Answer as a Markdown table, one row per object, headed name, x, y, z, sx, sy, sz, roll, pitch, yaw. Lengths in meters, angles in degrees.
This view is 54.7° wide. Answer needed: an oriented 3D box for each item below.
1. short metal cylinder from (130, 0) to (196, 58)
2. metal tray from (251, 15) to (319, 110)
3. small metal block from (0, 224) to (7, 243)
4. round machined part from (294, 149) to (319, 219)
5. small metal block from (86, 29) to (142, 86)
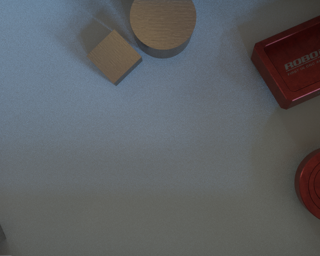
| name | x | y | z | sx | sy | sz | roll | pitch | yaw |
| --- | --- | --- | --- | --- | --- | --- | --- | --- | --- |
| short metal cylinder | 0.004 | -0.135 | 0.399 | 0.081 | 0.050 | 0.079 | 0 | 90 | -1 |
| metal tray | 0.197 | -0.090 | 0.397 | 0.131 | 0.030 | 0.090 | -24 | 70 | -1 |
| small metal block | -0.237 | 0.149 | 0.396 | 0.050 | 0.050 | 0.025 | -23 | 90 | 0 |
| round machined part | 0.226 | 0.071 | 0.402 | 0.099 | 0.042 | 0.097 | 0 | 91 | 7 |
| small metal block | -0.059 | -0.092 | 0.411 | 0.050 | 0.025 | 0.050 | -44 | 91 | 0 |
